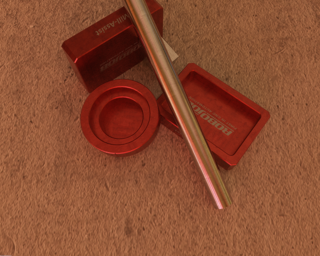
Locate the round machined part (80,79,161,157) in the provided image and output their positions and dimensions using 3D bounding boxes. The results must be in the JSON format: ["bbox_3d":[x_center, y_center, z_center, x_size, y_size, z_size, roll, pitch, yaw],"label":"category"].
[{"bbox_3d":[-0.048,-0.010,0.400,0.099,0.042,0.098,-2,73,5],"label":"round machined part"}]

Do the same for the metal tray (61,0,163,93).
[{"bbox_3d":[-0.056,-0.110,0.414,0.131,0.090,0.030,-36,74,-12],"label":"metal tray"}]

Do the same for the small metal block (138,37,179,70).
[{"bbox_3d":[-0.005,-0.101,0.428,0.025,0.050,0.050,-42,90,-11],"label":"small metal block"}]

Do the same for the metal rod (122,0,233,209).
[{"bbox_3d":[0.017,-0.043,0.369,0.025,0.025,0.299,-25,94,-9],"label":"metal rod"}]

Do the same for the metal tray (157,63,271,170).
[{"bbox_3d":[0.066,-0.017,0.414,0.130,0.030,0.090,36,74,12],"label":"metal tray"}]
